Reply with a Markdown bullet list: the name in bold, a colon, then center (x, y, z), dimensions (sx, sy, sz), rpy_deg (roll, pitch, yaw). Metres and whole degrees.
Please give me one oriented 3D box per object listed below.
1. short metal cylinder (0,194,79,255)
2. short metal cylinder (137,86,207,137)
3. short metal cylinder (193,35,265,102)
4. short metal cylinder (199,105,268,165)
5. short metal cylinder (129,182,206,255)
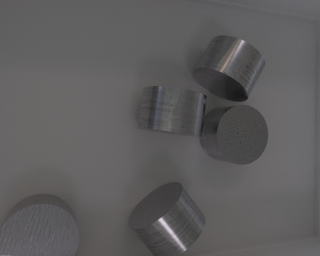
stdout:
- **short metal cylinder**: center (-0.135, 0.119, 0.348), dimensions (0.081, 0.050, 0.080), rpy_deg (0, 90, -20)
- **short metal cylinder**: center (0.015, -0.019, 0.387), dimensions (0.081, 0.080, 0.050), rpy_deg (9, 87, -20)
- **short metal cylinder**: center (0.092, -0.078, 0.415), dimensions (0.080, 0.080, 0.050), rpy_deg (33, 80, -17)
- **short metal cylinder**: center (0.102, 0.009, 0.435), dimensions (0.081, 0.050, 0.080), rpy_deg (0, 90, -20)
- **short metal cylinder**: center (0.009, 0.113, 0.385), dimensions (0.080, 0.080, 0.050), rpy_deg (-39, 103, -16)
